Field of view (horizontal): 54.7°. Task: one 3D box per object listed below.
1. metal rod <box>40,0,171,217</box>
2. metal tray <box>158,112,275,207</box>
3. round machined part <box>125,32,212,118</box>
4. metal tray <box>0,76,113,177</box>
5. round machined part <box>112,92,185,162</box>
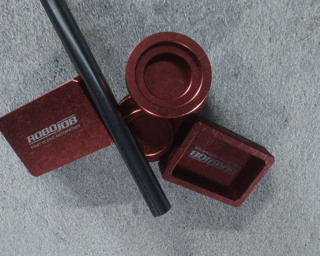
[{"bbox_3d":[-0.065,-0.032,0.363,0.025,0.025,0.299,-26,95,9],"label":"metal rod"},{"bbox_3d":[0.075,0.046,0.414,0.131,0.030,0.090,25,108,-20],"label":"metal tray"},{"bbox_3d":[0.008,-0.060,0.368,0.099,0.042,0.097,0,88,-7],"label":"round machined part"},{"bbox_3d":[-0.130,0.000,0.395,0.130,0.030,0.090,-23,106,17],"label":"metal tray"},{"bbox_3d":[-0.016,0.001,0.403,0.099,0.042,0.097,0,110,0],"label":"round machined part"}]
